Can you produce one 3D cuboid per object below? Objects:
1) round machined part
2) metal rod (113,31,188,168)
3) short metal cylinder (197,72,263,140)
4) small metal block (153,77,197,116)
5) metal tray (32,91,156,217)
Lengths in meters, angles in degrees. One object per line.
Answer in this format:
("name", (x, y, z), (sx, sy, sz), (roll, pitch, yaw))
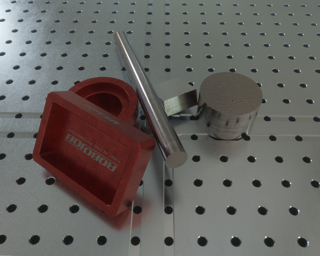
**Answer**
("round machined part", (-0.078, -0.020, 0.413), (0.099, 0.042, 0.098), (0, 50, 0))
("metal rod", (-0.026, -0.062, 0.432), (0.025, 0.025, 0.300), (-13, 43, -11))
("short metal cylinder", (0.091, -0.030, 0.418), (0.081, 0.050, 0.080), (1, 50, 0))
("small metal block", (0.018, -0.045, 0.437), (0.050, 0.025, 0.050), (-22, 36, -18))
("metal tray", (-0.078, 0.025, 0.343), (0.130, 0.089, 0.030), (29, 20, 21))
